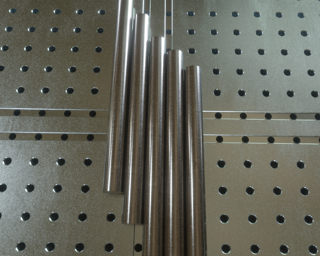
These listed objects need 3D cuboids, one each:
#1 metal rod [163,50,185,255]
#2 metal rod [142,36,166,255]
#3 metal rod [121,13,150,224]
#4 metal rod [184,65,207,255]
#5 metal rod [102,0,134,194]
[{"bbox_3d":[0.019,0.033,0.399,0.025,0.025,0.299,1,70,0],"label":"metal rod"},{"bbox_3d":[-0.006,0.012,0.406,0.025,0.025,0.299,1,70,0],"label":"metal rod"},{"bbox_3d":[-0.030,-0.026,0.420,0.025,0.025,0.299,1,70,0],"label":"metal rod"},{"bbox_3d":[0.044,0.057,0.390,0.025,0.025,0.299,1,70,0],"label":"metal rod"},{"bbox_3d":[-0.056,-0.061,0.433,0.025,0.025,0.299,1,70,0],"label":"metal rod"}]
